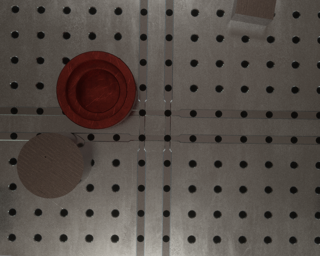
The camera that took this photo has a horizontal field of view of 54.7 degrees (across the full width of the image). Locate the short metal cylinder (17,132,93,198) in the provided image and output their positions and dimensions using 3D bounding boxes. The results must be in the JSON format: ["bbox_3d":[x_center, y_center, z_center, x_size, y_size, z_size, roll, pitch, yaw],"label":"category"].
[{"bbox_3d":[-0.133,0.045,0.399,0.081,0.050,0.079,0,90,-1],"label":"short metal cylinder"}]

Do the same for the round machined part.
[{"bbox_3d":[-0.079,-0.047,0.404,0.099,0.042,0.097,0,90,-1],"label":"round machined part"}]

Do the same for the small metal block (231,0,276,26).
[{"bbox_3d":[0.127,-0.169,0.415,0.050,0.025,0.050,10,90,-1],"label":"small metal block"}]
